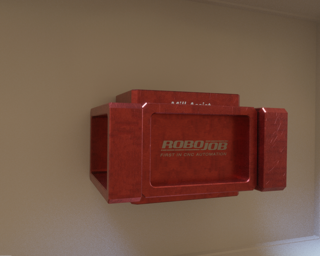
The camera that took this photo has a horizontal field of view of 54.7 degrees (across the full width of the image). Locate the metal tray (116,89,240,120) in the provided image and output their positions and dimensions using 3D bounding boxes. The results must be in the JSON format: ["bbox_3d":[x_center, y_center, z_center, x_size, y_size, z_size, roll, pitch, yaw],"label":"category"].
[{"bbox_3d":[0.019,-0.025,0.380,0.131,0.090,0.030,0,91,-20],"label":"metal tray"}]

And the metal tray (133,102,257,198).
[{"bbox_3d":[0.039,0.021,0.324,0.131,0.030,0.089,1,89,-20],"label":"metal tray"}]

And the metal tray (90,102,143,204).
[{"bbox_3d":[-0.052,0.021,0.334,0.030,0.130,0.089,1,91,-20],"label":"metal tray"}]

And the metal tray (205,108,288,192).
[{"bbox_3d":[0.101,0.022,0.389,0.030,0.130,0.089,1,90,-20],"label":"metal tray"}]

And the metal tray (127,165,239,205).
[{"bbox_3d":[0.018,0.064,0.379,0.131,0.090,0.030,0,90,-20],"label":"metal tray"}]
